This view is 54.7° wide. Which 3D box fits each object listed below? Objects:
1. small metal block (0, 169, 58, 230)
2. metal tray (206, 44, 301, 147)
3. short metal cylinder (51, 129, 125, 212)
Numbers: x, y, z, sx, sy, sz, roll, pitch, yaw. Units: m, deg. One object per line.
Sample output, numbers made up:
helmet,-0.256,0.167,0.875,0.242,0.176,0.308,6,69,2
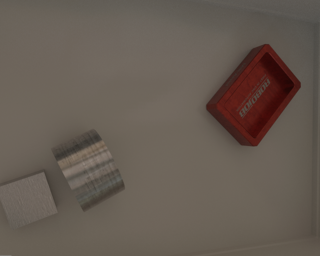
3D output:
small metal block,-0.151,0.081,0.355,0.050,0.025,0.050,-18,97,-19
metal tray,0.142,-0.048,0.461,0.090,0.030,0.130,44,76,-15
short metal cylinder,-0.081,0.047,0.352,0.050,0.080,0.080,-27,100,-18
